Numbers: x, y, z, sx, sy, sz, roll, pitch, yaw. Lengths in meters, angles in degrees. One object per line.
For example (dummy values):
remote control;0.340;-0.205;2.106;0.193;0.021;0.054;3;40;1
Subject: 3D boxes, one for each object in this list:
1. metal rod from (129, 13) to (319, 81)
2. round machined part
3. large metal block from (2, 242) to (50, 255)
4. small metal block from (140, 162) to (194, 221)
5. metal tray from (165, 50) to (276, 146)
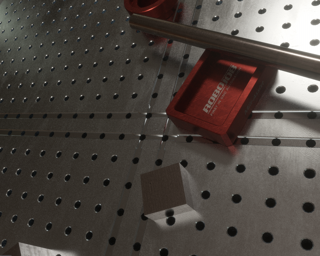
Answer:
metal rod;0.065;-0.114;0.403;0.300;0.025;0.025;28;77;37
round machined part;-0.010;-0.220;0.536;0.098;0.042;0.098;-13;56;20
large metal block;-0.169;0.195;0.359;0.080;0.050;0.080;-38;51;2
small metal block;0.007;0.074;0.358;0.050;0.025;0.050;-20;54;16
metal tray;0.078;-0.051;0.394;0.090;0.030;0.130;24;74;36
